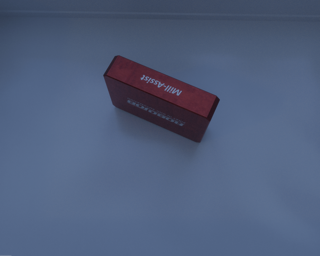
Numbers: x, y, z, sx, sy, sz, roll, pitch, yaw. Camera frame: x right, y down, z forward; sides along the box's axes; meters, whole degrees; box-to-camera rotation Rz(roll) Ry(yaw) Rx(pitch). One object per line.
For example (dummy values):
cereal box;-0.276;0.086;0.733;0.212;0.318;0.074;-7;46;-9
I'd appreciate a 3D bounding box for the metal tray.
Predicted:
metal tray;0.001;-0.032;0.383;0.130;0.090;0.030;24;72;7
